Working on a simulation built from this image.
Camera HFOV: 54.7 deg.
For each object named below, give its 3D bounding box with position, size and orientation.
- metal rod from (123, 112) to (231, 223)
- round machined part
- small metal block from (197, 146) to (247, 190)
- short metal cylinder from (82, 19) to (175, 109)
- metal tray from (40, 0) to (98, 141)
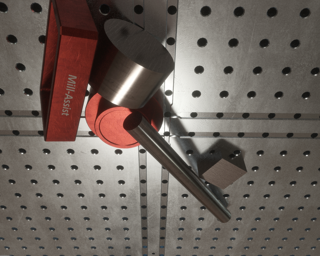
[{"bbox_3d":[0.042,0.074,0.443,0.025,0.025,0.300,-23,136,18],"label":"metal rod"},{"bbox_3d":[-0.045,-0.012,0.390,0.099,0.042,0.097,-1,130,0],"label":"round machined part"},{"bbox_3d":[0.093,0.061,0.465,0.050,0.025,0.050,29,124,-23],"label":"small metal block"},{"bbox_3d":[-0.032,-0.066,0.319,0.080,0.080,0.050,26,125,-21],"label":"short metal cylinder"},{"bbox_3d":[-0.097,-0.060,0.313,0.030,0.090,0.129,1,133,-27],"label":"metal tray"}]
